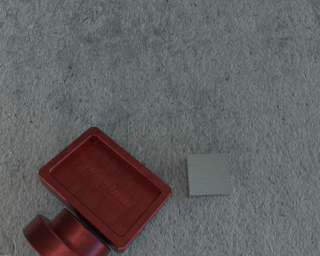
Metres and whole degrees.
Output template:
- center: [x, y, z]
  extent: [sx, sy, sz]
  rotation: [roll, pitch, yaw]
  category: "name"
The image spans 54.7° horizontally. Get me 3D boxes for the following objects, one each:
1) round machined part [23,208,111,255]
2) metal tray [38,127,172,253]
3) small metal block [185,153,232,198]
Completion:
- center: [-0.090, 0.122, 0.324]
  extent: [0.098, 0.098, 0.042]
  rotation: [38, 69, 12]
  category: "round machined part"
- center: [-0.064, 0.069, 0.367]
  extent: [0.130, 0.030, 0.090]
  rotation: [38, 59, 12]
  category: "metal tray"
- center: [0.059, 0.060, 0.387]
  extent: [0.050, 0.025, 0.050]
  rotation: [-2, 70, -1]
  category: "small metal block"
